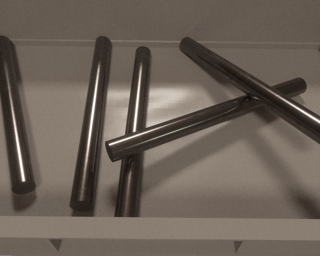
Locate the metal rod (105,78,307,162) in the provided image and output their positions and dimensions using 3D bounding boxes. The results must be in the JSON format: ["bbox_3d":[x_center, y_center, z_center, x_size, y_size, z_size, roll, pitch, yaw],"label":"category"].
[{"bbox_3d":[0.076,-0.018,0.403,0.302,0.025,0.025,-19,53,-23],"label":"metal rod"}]

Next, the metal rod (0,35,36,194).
[{"bbox_3d":[-0.210,-0.039,0.435,0.025,0.025,0.300,-18,52,-15],"label":"metal rod"}]

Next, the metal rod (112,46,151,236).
[{"bbox_3d":[-0.032,-0.009,0.412,0.025,0.025,0.300,1,50,1],"label":"metal rod"}]

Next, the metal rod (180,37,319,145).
[{"bbox_3d":[0.113,-0.063,0.419,0.025,0.025,0.300,-22,41,-18],"label":"metal rod"}]

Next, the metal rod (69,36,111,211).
[{"bbox_3d":[-0.090,-0.031,0.429,0.025,0.025,0.300,-2,50,-2],"label":"metal rod"}]
